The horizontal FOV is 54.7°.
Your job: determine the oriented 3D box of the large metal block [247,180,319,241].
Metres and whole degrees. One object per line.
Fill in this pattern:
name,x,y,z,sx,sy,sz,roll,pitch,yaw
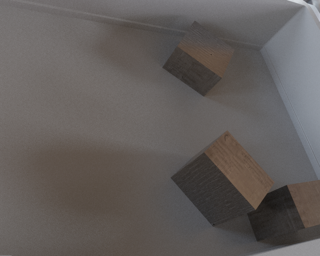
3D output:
large metal block,0.172,0.106,0.401,0.081,0.080,0.050,-1,63,-29

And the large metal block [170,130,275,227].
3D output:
large metal block,0.072,0.063,0.373,0.080,0.080,0.050,49,51,5

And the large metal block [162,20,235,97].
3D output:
large metal block,0.063,-0.111,0.493,0.080,0.050,0.080,34,51,-6
